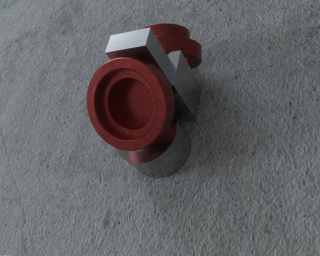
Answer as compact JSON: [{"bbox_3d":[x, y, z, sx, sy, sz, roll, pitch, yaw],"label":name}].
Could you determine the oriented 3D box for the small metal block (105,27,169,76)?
[{"bbox_3d":[-0.024,-0.081,0.347,0.050,0.050,0.025,-3,60,27],"label":"small metal block"}]

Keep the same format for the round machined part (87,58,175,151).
[{"bbox_3d":[-0.028,-0.027,0.339,0.098,0.042,0.097,6,103,26],"label":"round machined part"}]

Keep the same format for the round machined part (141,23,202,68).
[{"bbox_3d":[0.006,-0.107,0.415,0.098,0.098,0.042,-2,86,27],"label":"round machined part"}]

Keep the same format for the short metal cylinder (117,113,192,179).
[{"bbox_3d":[-0.007,0.017,0.383,0.080,0.050,0.080,-13,56,20],"label":"short metal cylinder"}]

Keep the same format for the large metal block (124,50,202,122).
[{"bbox_3d":[0.000,-0.049,0.398,0.080,0.080,0.050,-2,61,27],"label":"large metal block"}]
